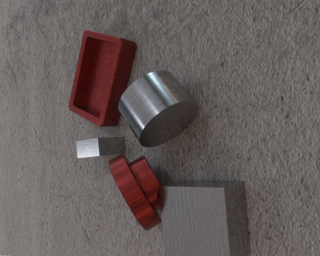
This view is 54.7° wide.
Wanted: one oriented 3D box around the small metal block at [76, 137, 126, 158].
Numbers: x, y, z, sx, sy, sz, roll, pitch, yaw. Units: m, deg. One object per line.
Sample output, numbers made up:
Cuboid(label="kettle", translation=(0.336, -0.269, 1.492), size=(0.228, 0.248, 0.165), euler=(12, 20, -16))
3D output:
Cuboid(label="small metal block", translation=(-0.087, 0.029, 0.458), size=(0.050, 0.050, 0.025), euler=(-9, 84, 39))

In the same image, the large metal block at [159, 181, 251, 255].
Cuboid(label="large metal block", translation=(0.049, 0.102, 0.345), size=(0.080, 0.050, 0.080), euler=(-7, 86, 37))

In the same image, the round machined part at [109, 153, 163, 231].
Cuboid(label="round machined part", translation=(-0.021, 0.073, 0.386), size=(0.042, 0.098, 0.098), euler=(-30, 67, -5))

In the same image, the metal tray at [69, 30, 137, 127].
Cuboid(label="metal tray", translation=(-0.091, -0.076, 0.473), size=(0.090, 0.030, 0.129), euler=(24, 105, 37))

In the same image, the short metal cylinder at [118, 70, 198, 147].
Cuboid(label="short metal cylinder", translation=(-0.002, -0.022, 0.369), size=(0.080, 0.081, 0.050), euler=(-50, 61, 28))
